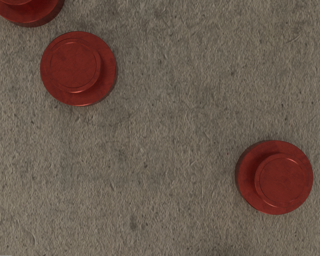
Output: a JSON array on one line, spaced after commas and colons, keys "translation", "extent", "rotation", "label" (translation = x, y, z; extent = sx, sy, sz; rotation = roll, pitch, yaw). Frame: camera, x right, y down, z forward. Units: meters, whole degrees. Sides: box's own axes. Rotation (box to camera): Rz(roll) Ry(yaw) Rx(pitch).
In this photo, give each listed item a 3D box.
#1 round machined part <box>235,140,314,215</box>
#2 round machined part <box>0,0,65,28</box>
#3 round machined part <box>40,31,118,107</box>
[{"translation": [0.151, 0.065, 0.402], "extent": [0.099, 0.042, 0.097], "rotation": [0, 90, 0], "label": "round machined part"}, {"translation": [-0.177, -0.185, 0.400], "extent": [0.099, 0.042, 0.097], "rotation": [0, 90, 0], "label": "round machined part"}, {"translation": [-0.106, -0.077, 0.400], "extent": [0.099, 0.042, 0.097], "rotation": [0, 90, 0], "label": "round machined part"}]
